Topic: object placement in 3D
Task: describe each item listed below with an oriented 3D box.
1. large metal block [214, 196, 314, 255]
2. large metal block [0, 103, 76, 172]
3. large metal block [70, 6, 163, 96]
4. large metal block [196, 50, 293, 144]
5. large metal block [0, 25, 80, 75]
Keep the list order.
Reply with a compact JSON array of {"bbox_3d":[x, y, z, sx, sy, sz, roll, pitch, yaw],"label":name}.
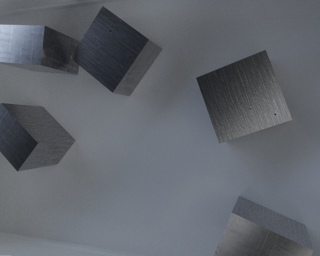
[{"bbox_3d":[0.113,0.123,0.341,0.080,0.080,0.050,22,97,18],"label":"large metal block"},{"bbox_3d":[-0.185,0.011,0.445,0.080,0.080,0.050,43,103,14],"label":"large metal block"},{"bbox_3d":[-0.058,-0.100,0.417,0.080,0.050,0.080,39,102,15],"label":"large metal block"},{"bbox_3d":[0.098,-0.033,0.362,0.080,0.050,0.080,-20,84,18],"label":"large metal block"},{"bbox_3d":[-0.171,-0.109,0.440,0.080,0.080,0.050,8,93,19],"label":"large metal block"}]
